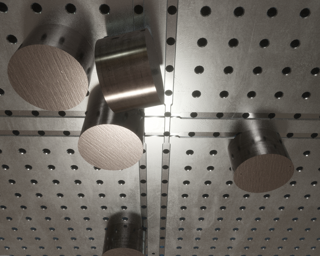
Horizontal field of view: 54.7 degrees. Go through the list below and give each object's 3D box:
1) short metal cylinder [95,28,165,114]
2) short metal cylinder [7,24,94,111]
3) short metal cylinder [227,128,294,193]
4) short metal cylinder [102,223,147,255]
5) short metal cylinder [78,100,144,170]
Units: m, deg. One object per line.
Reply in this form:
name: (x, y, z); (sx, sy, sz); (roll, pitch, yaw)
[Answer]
short metal cylinder: (-0.029, -0.059, 0.325); (0.050, 0.080, 0.080); (-11, 130, 9)
short metal cylinder: (-0.115, -0.065, 0.338); (0.081, 0.050, 0.079); (-1, 131, 0)
short metal cylinder: (0.140, 0.047, 0.437); (0.081, 0.050, 0.079); (0, 130, 0)
short metal cylinder: (-0.066, 0.223, 0.585); (0.081, 0.050, 0.079); (0, 130, 0)
short metal cylinder: (-0.061, 0.010, 0.403); (0.081, 0.050, 0.079); (0, 130, 0)
